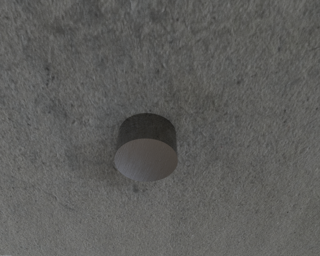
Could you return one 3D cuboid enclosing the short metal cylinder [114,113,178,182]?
[{"bbox_3d":[-0.018,0.027,0.413,0.081,0.050,0.079,0,130,0],"label":"short metal cylinder"}]
